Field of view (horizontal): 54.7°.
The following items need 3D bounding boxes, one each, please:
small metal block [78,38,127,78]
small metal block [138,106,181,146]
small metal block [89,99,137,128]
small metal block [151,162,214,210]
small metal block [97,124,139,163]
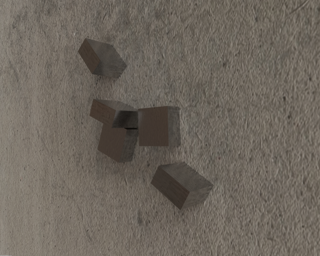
[{"bbox_3d":[-0.085,-0.103,0.459,0.025,0.050,0.050,-50,61,29],"label":"small metal block"},{"bbox_3d":[-0.001,-0.002,0.406,0.050,0.025,0.050,-3,88,40],"label":"small metal block"},{"bbox_3d":[-0.062,-0.020,0.440,0.050,0.050,0.025,26,107,37],"label":"small metal block"},{"bbox_3d":[0.027,0.066,0.367,0.050,0.050,0.025,37,113,34],"label":"small metal block"},{"bbox_3d":[-0.062,0.017,0.456,0.050,0.025,0.050,24,105,37],"label":"small metal block"}]
